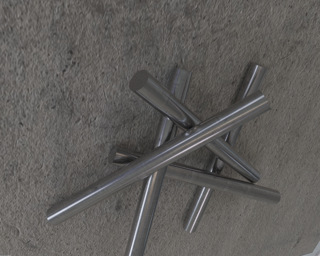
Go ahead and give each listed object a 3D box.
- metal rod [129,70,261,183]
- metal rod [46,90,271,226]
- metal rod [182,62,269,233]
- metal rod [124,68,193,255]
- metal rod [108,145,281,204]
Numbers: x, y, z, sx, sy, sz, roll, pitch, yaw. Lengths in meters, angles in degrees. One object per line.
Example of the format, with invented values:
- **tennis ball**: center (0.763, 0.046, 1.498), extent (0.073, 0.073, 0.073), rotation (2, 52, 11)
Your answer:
- **metal rod**: center (0.067, 0.016, 0.411), extent (0.025, 0.025, 0.301), rotation (-49, 134, 6)
- **metal rod**: center (-0.012, 0.042, 0.370), extent (0.300, 0.025, 0.025), rotation (-30, 131, 13)
- **metal rod**: center (0.095, 0.044, 0.485), extent (0.025, 0.025, 0.298), rotation (4, 116, -31)
- **metal rod**: center (-0.009, 0.072, 0.398), extent (0.025, 0.025, 0.298), rotation (10, 99, -33)
- **metal rod**: center (0.068, 0.076, 0.462), extent (0.302, 0.025, 0.025), rotation (18, 109, -26)
